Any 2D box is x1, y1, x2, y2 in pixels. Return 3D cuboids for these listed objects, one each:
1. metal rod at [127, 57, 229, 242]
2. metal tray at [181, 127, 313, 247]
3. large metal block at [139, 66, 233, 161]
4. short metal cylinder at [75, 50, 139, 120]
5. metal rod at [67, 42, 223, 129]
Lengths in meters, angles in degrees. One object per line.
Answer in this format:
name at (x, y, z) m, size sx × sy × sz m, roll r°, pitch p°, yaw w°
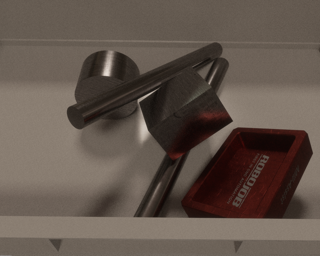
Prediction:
metal rod at (0.037, 0.004, 0.402) m, size 0.025 × 0.025 × 0.301 m, roll 19°, pitch 52°, yaw 15°
metal tray at (0.094, 0.052, 0.331) m, size 0.090 × 0.030 × 0.131 m, roll 4°, pitch 41°, yaw 45°
large metal block at (0.027, -0.020, 0.369) m, size 0.080 × 0.050 × 0.080 m, roll -34°, pitch 28°, yaw 6°
short metal cylinder at (-0.069, -0.056, 0.416) m, size 0.081 × 0.080 × 0.050 m, roll 1°, pitch 50°, yaw 0°
metal rod at (0.005, -0.070, 0.411) m, size 0.025 × 0.025 × 0.302 m, roll 31°, pitch 40°, yaw 23°
